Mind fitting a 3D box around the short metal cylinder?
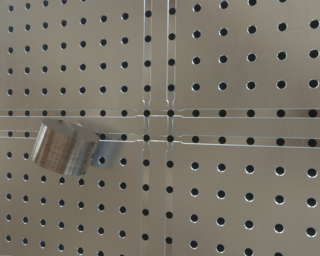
[{"bbox_3d":[-0.131,0.025,0.430,0.080,0.080,0.050,25,98,18],"label":"short metal cylinder"}]
